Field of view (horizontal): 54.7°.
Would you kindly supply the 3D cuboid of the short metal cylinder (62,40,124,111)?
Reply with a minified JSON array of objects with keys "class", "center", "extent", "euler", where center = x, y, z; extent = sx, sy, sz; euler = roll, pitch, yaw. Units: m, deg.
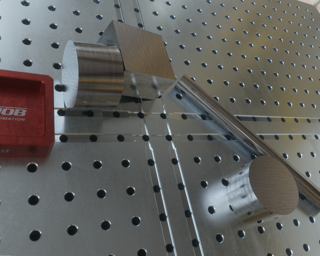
[{"class":"short metal cylinder","center":[-0.082,-0.060,0.367],"extent":[0.050,0.080,0.080],"euler":[-2,63,-29]}]

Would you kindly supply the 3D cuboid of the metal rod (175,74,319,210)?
[{"class":"metal rod","center":[0.145,0.024,0.473],"extent":[0.300,0.025,0.025],"euler":[40,51,-1]}]

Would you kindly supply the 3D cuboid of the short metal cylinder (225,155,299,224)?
[{"class":"short metal cylinder","center":[0.136,0.083,0.417],"extent":[0.081,0.050,0.080],"euler":[14,56,-21]}]

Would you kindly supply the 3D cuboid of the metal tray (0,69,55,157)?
[{"class":"metal tray","center":[-0.180,-0.018,0.319],"extent":[0.131,0.030,0.090],"euler":[3,60,-27]}]

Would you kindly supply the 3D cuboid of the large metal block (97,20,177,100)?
[{"class":"large metal block","center":[-0.034,-0.089,0.421],"extent":[0.081,0.050,0.080],"euler":[5,59,-39]}]
